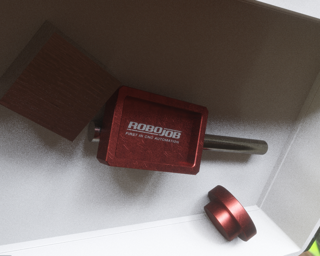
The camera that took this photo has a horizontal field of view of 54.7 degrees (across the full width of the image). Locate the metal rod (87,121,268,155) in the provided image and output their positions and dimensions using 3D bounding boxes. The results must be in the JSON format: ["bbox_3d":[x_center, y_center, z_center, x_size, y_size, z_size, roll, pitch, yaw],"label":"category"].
[{"bbox_3d":[0.046,0.019,0.447,0.302,0.025,0.025,7,115,-32],"label":"metal rod"}]

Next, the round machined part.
[{"bbox_3d":[0.110,0.147,0.514,0.042,0.098,0.098,-34,129,-10],"label":"round machined part"}]

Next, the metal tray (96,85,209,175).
[{"bbox_3d":[-0.005,0.006,0.381,0.131,0.030,0.089,11,86,-32],"label":"metal tray"}]

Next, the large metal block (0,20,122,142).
[{"bbox_3d":[-0.100,-0.045,0.310,0.080,0.050,0.080,-49,129,6],"label":"large metal block"}]
